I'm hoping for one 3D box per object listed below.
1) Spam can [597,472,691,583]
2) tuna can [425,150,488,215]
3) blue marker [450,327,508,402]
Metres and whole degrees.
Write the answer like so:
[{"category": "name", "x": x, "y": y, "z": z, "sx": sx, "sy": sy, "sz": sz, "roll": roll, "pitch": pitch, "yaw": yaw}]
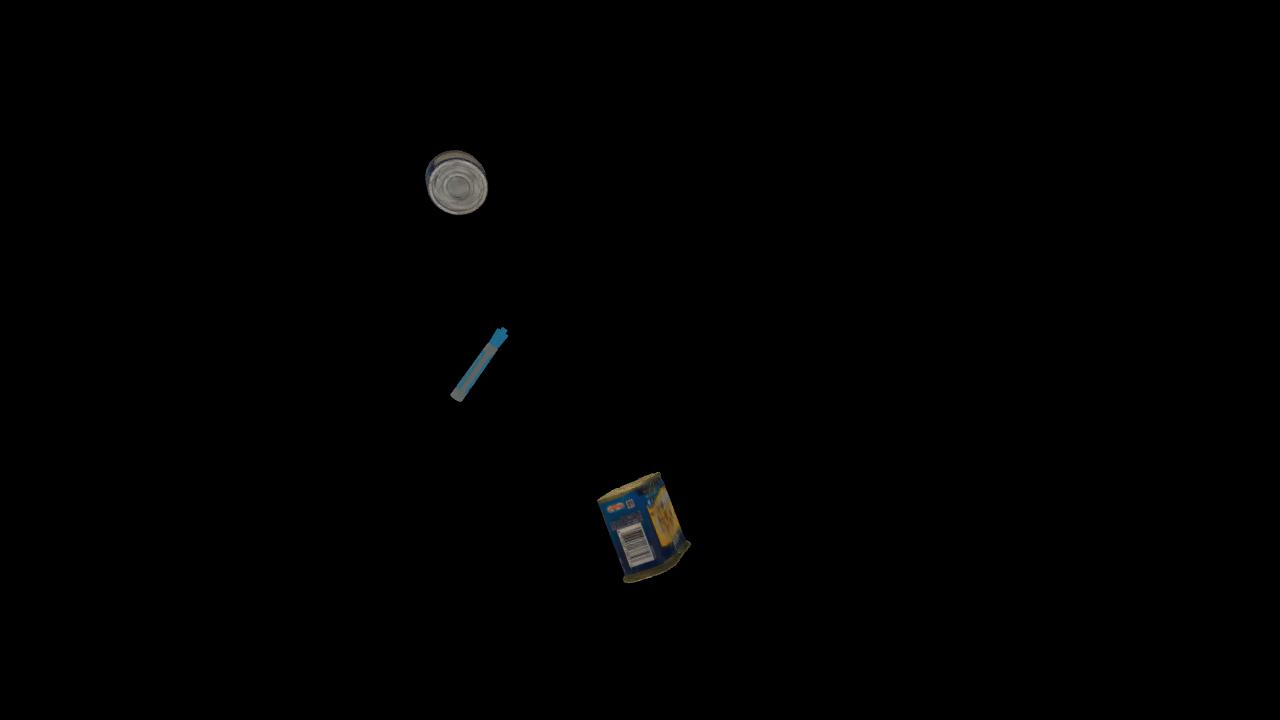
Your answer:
[{"category": "Spam can", "x": 0.005, "y": 0.168, "z": 0.633, "sx": 0.058, "sy": 0.085, "sz": 0.101, "roll": -23, "pitch": -7, "yaw": 14}, {"category": "tuna can", "x": -0.257, "y": -0.248, "z": 0.866, "sx": 0.084, "sy": 0.084, "sz": 0.034, "roll": 0, "pitch": 36, "yaw": -23}, {"category": "blue marker", "x": -0.225, "y": 0.005, "z": 0.866, "sx": 0.020, "sy": 0.121, "sz": 0.020, "roll": 36, "pitch": 1, "yaw": -1}]
